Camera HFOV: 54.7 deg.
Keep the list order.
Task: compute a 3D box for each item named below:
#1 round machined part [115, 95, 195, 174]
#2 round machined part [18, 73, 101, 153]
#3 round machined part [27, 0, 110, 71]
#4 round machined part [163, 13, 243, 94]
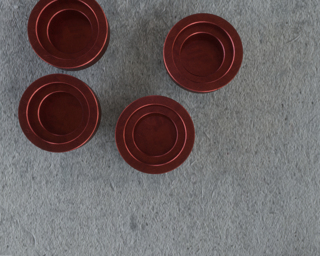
[{"bbox_3d":[-0.006,0.008,0.401,0.099,0.042,0.097,0,90,0],"label":"round machined part"},{"bbox_3d":[-0.125,-0.019,0.400,0.099,0.042,0.097,0,90,0],"label":"round machined part"},{"bbox_3d":[-0.113,-0.122,0.400,0.099,0.042,0.097,0,90,0],"label":"round machined part"},{"bbox_3d":[0.053,-0.093,0.402,0.099,0.042,0.097,0,90,0],"label":"round machined part"}]
